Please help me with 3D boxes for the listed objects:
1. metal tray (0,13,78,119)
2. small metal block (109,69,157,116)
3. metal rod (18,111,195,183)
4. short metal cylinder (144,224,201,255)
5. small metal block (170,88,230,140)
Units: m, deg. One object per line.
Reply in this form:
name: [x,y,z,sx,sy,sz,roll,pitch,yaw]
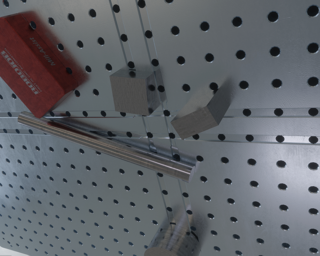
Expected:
metal tray: [-0.193,-0.087,0.456,0.090,0.030,0.130,-31,101,38]
small metal block: [-0.033,-0.046,0.400,0.050,0.025,0.050,9,123,23]
metal rod: [-0.093,0.024,0.474,0.301,0.025,0.025,16,125,18]
short metal cylinder: [0.021,0.207,0.512,0.080,0.050,0.079,13,124,21]
small metal block: [0.047,-0.017,0.360,0.050,0.050,0.025,-24,105,37]
